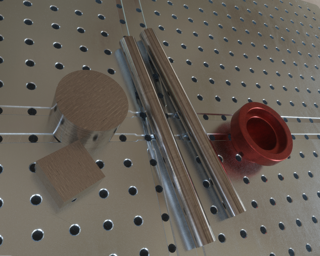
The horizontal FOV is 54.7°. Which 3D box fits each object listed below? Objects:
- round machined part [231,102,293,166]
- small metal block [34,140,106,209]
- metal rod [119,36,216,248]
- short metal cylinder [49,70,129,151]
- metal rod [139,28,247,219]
[{"bbox_3d":[0.147,0.013,0.468,0.099,0.042,0.098,14,56,-21],"label":"round machined part"},{"bbox_3d":[-0.095,0.048,0.327,0.050,0.025,0.050,-31,79,-38],"label":"small metal block"},{"bbox_3d":[0.002,0.002,0.407,0.025,0.025,0.299,-8,66,-32],"label":"metal rod"},{"bbox_3d":[-0.083,-0.020,0.359,0.081,0.050,0.080,14,56,-21],"label":"short metal cylinder"},{"bbox_3d":[0.039,-0.019,0.440,0.025,0.025,0.299,-12,68,-33],"label":"metal rod"}]
